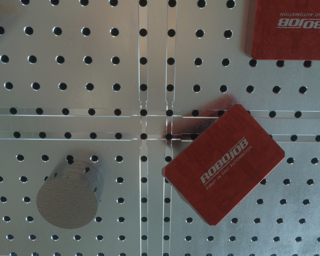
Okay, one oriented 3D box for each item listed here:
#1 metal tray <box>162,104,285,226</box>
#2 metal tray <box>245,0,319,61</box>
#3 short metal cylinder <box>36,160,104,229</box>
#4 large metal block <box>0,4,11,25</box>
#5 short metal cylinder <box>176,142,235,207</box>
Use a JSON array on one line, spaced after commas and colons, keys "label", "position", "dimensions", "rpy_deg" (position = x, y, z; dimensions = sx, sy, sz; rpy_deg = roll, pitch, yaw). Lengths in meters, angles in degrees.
[{"label": "metal tray", "position": [0.079, 0.044, 0.388], "dimensions": [0.130, 0.030, 0.090], "rpy_deg": [-41, 87, -10]}, {"label": "metal tray", "position": [0.173, -0.127, 0.365], "dimensions": [0.131, 0.030, 0.089], "rpy_deg": [0, 110, -1]}, {"label": "short metal cylinder", "position": [-0.123, 0.092, 0.433], "dimensions": [0.081, 0.050, 0.079], "rpy_deg": [0, 110, 0]}, {"label": "large metal block", "position": [-0.237, -0.133, 0.349], "dimensions": [0.080, 0.050, 0.080], "rpy_deg": [-39, 106, 13]}, {"label": "short metal cylinder", "position": [0.060, 0.062, 0.423], "dimensions": [0.081, 0.050, 0.079], "rpy_deg": [0, 110, 0]}]
